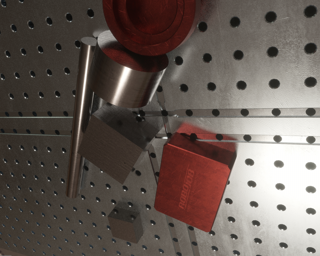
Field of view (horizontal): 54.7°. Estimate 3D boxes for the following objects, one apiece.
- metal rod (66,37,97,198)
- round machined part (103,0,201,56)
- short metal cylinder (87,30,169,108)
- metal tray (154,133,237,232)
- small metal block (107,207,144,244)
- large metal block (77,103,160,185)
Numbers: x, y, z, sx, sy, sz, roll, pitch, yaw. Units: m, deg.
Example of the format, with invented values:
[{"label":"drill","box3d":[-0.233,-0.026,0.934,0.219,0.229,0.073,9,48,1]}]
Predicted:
[{"label":"metal rod","box3d":[-0.123,0.005,0.476,0.025,0.025,0.298,26,128,11]},{"label":"round machined part","box3d":[-0.005,-0.127,0.319,0.098,0.042,0.097,9,116,19]},{"label":"short metal cylinder","box3d":[-0.037,-0.068,0.352,0.080,0.080,0.050,33,129,6]},{"label":"metal tray","box3d":[0.045,0.078,0.432,0.090,0.030,0.129,19,126,16]},{"label":"small metal block","box3d":[-0.060,0.172,0.547,0.050,0.025,0.050,7,122,24]},{"label":"large metal block","box3d":[-0.060,0.020,0.437,0.080,0.050,0.079,35,129,5]}]
